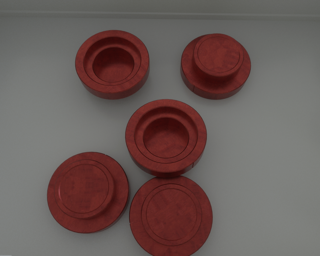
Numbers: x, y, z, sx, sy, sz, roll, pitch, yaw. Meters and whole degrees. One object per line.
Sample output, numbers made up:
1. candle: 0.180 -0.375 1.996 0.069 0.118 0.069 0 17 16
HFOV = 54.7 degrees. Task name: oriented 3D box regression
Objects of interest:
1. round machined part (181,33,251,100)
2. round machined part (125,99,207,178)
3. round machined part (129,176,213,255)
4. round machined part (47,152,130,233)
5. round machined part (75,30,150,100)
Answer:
1. round machined part: 0.079 -0.092 0.435 0.099 0.042 0.098 0 70 0
2. round machined part: 0.008 0.016 0.391 0.099 0.042 0.098 0 64 1
3. round machined part: 0.013 0.102 0.363 0.099 0.042 0.098 0 70 0
4. round machined part: -0.087 0.075 0.372 0.099 0.042 0.098 0 70 0
5. round machined part: -0.063 -0.083 0.430 0.099 0.042 0.098 0 70 0
